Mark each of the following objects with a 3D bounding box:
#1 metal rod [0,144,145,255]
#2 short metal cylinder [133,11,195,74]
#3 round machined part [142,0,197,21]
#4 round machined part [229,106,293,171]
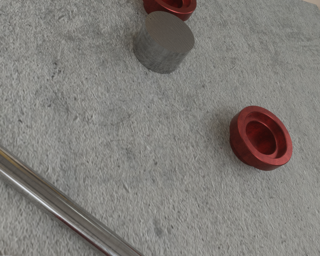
[{"bbox_3d":[-0.073,0.098,0.305,0.300,0.025,0.025,39,51,-3],"label":"metal rod"},{"bbox_3d":[0.005,-0.130,0.471,0.081,0.050,0.080,14,56,-21],"label":"short metal cylinder"},{"bbox_3d":[0.010,-0.218,0.534,0.099,0.042,0.098,14,56,-21],"label":"round machined part"},{"bbox_3d":[0.144,0.019,0.462,0.099,0.042,0.098,14,56,-21],"label":"round machined part"}]
